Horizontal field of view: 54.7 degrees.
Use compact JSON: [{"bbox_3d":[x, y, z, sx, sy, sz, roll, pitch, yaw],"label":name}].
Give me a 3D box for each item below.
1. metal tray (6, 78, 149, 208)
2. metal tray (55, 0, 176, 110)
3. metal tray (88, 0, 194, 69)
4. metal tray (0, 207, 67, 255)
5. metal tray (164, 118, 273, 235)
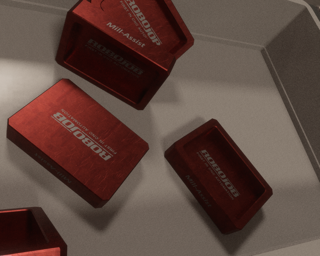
[{"bbox_3d":[-0.088,0.014,0.347,0.130,0.030,0.090,40,51,-2],"label":"metal tray"},{"bbox_3d":[-0.057,-0.085,0.385,0.130,0.090,0.030,30,52,-10],"label":"metal tray"},{"bbox_3d":[-0.023,-0.137,0.408,0.090,0.030,0.130,-43,123,-7],"label":"metal tray"},{"bbox_3d":[-0.124,0.086,0.219,0.091,0.130,0.030,2,87,-28],"label":"metal tray"},{"bbox_3d":[0.079,0.060,0.410,0.091,0.030,0.130,-30,79,-38],"label":"metal tray"}]
